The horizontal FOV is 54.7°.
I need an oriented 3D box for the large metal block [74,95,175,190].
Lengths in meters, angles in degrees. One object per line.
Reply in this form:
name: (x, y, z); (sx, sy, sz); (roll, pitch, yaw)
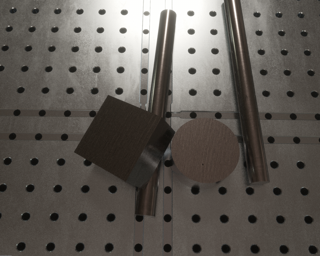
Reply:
large metal block: (-0.041, 0.017, 0.374); (0.080, 0.050, 0.080); (24, 79, 28)

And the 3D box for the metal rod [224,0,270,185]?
metal rod: (0.119, -0.071, 0.439); (0.025, 0.025, 0.299); (-2, 70, -1)

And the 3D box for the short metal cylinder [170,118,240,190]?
short metal cylinder: (0.053, 0.033, 0.387); (0.081, 0.050, 0.080); (0, 70, 0)

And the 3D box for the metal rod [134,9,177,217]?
metal rod: (-0.003, -0.034, 0.424); (0.025, 0.025, 0.299); (6, 70, 2)
